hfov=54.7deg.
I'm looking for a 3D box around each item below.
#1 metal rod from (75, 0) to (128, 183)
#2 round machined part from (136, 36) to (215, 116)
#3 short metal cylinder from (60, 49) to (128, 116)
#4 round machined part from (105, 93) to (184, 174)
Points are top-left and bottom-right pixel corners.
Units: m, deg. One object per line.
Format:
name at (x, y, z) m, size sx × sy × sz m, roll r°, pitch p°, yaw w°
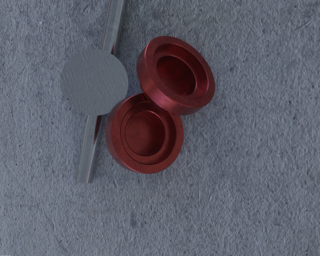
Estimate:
metal rod at (-0.079, -0.070, 0.435) m, size 0.025 × 0.025 × 0.298 m, roll 13°, pitch 94°, yaw 19°
round machined part at (0.015, -0.058, 0.373) m, size 0.042 × 0.099 × 0.098 m, roll -39°, pitch 76°, yaw 48°
short metal cylinder at (-0.082, -0.057, 0.398) m, size 0.081 × 0.050 × 0.079 m, roll -1°, pitch 96°, yaw -8°
round machined part at (-0.022, 0.007, 0.388) m, size 0.042 × 0.099 × 0.097 m, roll -7°, pitch 87°, yaw 59°
